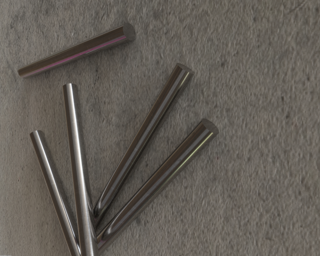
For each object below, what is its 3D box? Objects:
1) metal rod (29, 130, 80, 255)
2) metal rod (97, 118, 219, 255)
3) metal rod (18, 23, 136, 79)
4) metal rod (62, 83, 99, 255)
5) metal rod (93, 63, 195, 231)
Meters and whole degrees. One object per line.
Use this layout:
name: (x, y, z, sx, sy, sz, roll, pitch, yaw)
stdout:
metal rod: (-0.174, 0.135, 0.544, 0.025, 0.025, 0.299, -42, 65, 32)
metal rod: (-0.027, 0.100, 0.424, 0.298, 0.025, 0.025, -50, 61, 28)
metal rod: (-0.159, -0.124, 0.532, 0.300, 0.025, 0.025, -6, 86, 39)
metal rod: (-0.124, 0.068, 0.481, 0.025, 0.025, 0.299, -27, 66, 36)
metal rod: (-0.041, 0.044, 0.436, 0.025, 0.025, 0.298, 46, 117, 30)
